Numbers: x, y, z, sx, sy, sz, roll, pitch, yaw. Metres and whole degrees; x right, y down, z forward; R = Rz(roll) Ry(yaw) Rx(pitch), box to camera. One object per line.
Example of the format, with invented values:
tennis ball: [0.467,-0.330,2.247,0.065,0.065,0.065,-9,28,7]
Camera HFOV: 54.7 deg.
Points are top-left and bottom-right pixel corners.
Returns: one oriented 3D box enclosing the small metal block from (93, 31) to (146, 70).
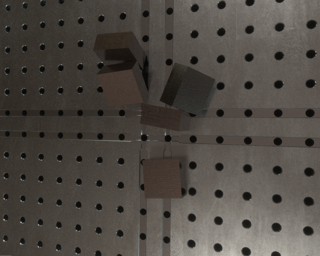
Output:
small metal block: [-0.053,-0.101,0.414,0.050,0.050,0.025,1,68,19]

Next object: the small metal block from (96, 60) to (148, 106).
small metal block: [-0.049,-0.059,0.415,0.050,0.025,0.050,-5,126,19]

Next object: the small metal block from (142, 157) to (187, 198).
small metal block: [0.006,0.066,0.410,0.050,0.025,0.050,-5,89,19]

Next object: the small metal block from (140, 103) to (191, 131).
small metal block: [0.009,-0.013,0.395,0.050,0.050,0.025,12,94,19]

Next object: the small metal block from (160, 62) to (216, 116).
small metal block: [0.035,-0.047,0.384,0.025,0.050,0.050,31,101,49]
